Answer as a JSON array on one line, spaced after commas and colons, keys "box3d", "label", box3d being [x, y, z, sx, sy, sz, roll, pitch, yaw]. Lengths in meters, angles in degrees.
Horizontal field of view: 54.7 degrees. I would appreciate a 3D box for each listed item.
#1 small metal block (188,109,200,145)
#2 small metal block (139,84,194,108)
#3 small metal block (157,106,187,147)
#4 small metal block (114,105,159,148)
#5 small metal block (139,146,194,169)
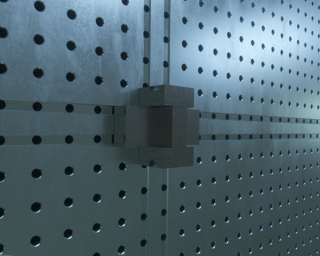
[{"box3d": [0.029, -0.001, 0.435, 0.050, 0.025, 0.050, 1, 89, -40], "label": "small metal block"}, {"box3d": [0.008, -0.039, 0.401, 0.050, 0.050, 0.025, 1, 90, -40], "label": "small metal block"}, {"box3d": [0.008, -0.002, 0.401, 0.025, 0.050, 0.050, 1, 90, -40], "label": "small metal block"}, {"box3d": [-0.029, -0.002, 0.386, 0.050, 0.025, 0.050, 1, 90, -40], "label": "small metal block"}, {"box3d": [0.008, 0.036, 0.401, 0.050, 0.050, 0.025, 1, 90, -40], "label": "small metal block"}]
